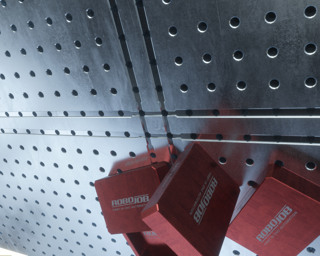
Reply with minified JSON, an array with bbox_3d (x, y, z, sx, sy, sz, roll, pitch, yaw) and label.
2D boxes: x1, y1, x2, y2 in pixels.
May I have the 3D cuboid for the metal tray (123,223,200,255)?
[{"bbox_3d":[0.002,0.180,0.516,0.130,0.030,0.090,-14,111,33],"label":"metal tray"}]

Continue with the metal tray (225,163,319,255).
[{"bbox_3d":[0.151,0.116,0.400,0.090,0.030,0.129,28,128,9],"label":"metal tray"}]

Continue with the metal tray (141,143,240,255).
[{"bbox_3d":[0.044,0.088,0.374,0.090,0.131,0.030,46,129,-5],"label":"metal tray"}]

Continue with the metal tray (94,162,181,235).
[{"bbox_3d":[-0.036,0.110,0.473,0.130,0.030,0.090,-19,87,35],"label":"metal tray"}]
